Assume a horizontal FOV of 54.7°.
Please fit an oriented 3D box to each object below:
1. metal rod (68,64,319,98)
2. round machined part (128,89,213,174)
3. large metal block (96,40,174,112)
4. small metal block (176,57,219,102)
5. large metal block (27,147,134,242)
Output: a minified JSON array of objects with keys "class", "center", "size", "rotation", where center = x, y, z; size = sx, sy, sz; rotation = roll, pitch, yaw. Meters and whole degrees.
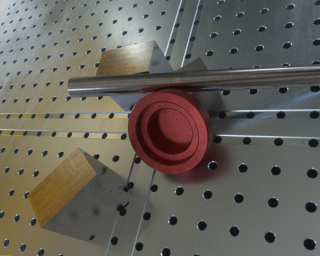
[{"class":"metal rod","center":[0.041,-0.055,0.364],"size":[0.302,0.025,0.025],"rotation":[-2,59,7]},{"class":"round machined part","center":[0.015,0.001,0.367],"size":[0.098,0.042,0.097],"rotation":[8,110,22]},{"class":"large metal block","center":[-0.030,-0.068,0.430],"size":[0.080,0.080,0.050],"rotation":[-5,60,26]},{"class":"small metal block","center":[0.043,-0.057,0.405],"size":[0.050,0.050,0.025],"rotation":[-29,52,10]},{"class":"large metal block","center":[-0.093,0.082,0.371],"size":[0.080,0.080,0.050],"rotation":[-44,51,-2]}]
